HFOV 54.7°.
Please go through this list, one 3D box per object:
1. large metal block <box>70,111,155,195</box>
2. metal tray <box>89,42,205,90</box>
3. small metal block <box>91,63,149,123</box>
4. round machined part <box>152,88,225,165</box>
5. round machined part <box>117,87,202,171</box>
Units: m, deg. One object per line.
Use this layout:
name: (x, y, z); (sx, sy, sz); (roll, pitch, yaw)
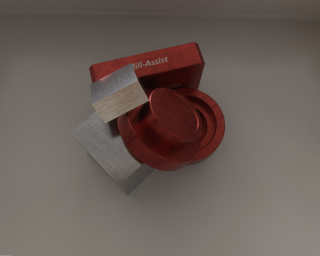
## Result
large metal block: (-0.051, 0.029, 0.368); (0.050, 0.080, 0.080); (-42, 76, -14)
metal tray: (-0.015, -0.059, 0.394); (0.131, 0.090, 0.030); (-14, 72, -6)
small metal block: (-0.043, -0.038, 0.323); (0.050, 0.025, 0.050); (-27, 33, 3)
round machined part: (0.031, 0.001, 0.400); (0.099, 0.042, 0.098); (0, 70, -1)
round machined part: (0.007, -0.005, 0.340); (0.099, 0.042, 0.098); (24, 43, -24)
